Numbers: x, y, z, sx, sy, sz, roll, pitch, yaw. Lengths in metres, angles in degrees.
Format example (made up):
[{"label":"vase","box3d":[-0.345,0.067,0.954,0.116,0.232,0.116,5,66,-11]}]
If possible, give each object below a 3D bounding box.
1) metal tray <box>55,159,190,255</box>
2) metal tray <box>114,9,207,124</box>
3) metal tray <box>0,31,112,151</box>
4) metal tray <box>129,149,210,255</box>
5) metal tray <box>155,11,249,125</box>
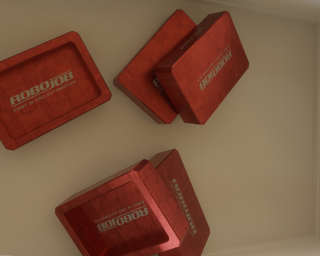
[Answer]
[{"label":"metal tray","box3d":[-0.045,0.100,0.342,0.090,0.130,0.030,59,28,-4]},{"label":"metal tray","box3d":[0.014,-0.080,0.414,0.090,0.030,0.130,42,77,-16]},{"label":"metal tray","box3d":[-0.135,-0.044,0.358,0.131,0.030,0.090,-31,100,-18]},{"label":"metal tray","box3d":[0.016,0.102,0.386,0.090,0.030,0.129,-38,107,-61]},{"label":"metal tray","box3d":[0.061,-0.079,0.403,0.130,0.030,0.090,-49,124,-25]}]
